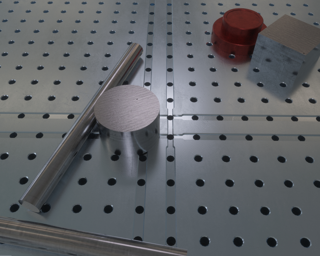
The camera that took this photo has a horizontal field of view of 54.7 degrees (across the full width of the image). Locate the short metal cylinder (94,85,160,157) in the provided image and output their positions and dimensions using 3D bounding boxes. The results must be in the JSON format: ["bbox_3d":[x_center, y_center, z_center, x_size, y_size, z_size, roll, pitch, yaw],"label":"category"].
[{"bbox_3d":[-0.040,-0.010,0.400,0.080,0.050,0.080,0,50,0],"label":"short metal cylinder"}]

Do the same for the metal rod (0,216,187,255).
[{"bbox_3d":[-0.124,0.109,0.314,0.302,0.025,0.025,8,51,6],"label":"metal rod"}]

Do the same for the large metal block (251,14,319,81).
[{"bbox_3d":[0.211,-0.133,0.504,0.080,0.050,0.080,37,59,27],"label":"large metal block"}]

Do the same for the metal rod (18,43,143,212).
[{"bbox_3d":[-0.091,-0.023,0.426,0.025,0.025,0.301,16,52,12],"label":"metal rod"}]

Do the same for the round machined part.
[{"bbox_3d":[0.142,-0.174,0.544,0.099,0.042,0.098,0,50,0],"label":"round machined part"}]
